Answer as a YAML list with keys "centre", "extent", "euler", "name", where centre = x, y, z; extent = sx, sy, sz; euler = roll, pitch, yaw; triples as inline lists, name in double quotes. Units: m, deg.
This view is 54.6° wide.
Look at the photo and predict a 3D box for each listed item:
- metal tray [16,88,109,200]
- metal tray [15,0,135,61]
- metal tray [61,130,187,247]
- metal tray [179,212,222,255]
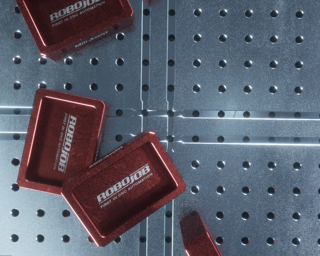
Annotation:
- centre: [-0.126, 0.020, 0.410]
  extent: [0.090, 0.030, 0.129]
  euler: [12, 90, 0]
  name: "metal tray"
- centre: [-0.110, -0.158, 0.410]
  extent: [0.130, 0.030, 0.090]
  euler: [-25, 90, 0]
  name: "metal tray"
- centre: [-0.044, 0.073, 0.391]
  extent: [0.131, 0.030, 0.090]
  euler: [-33, 100, -11]
  name: "metal tray"
- centre: [0.070, 0.178, 0.381]
  extent: [0.030, 0.090, 0.130]
  euler: [-28, 90, 0]
  name: "metal tray"
